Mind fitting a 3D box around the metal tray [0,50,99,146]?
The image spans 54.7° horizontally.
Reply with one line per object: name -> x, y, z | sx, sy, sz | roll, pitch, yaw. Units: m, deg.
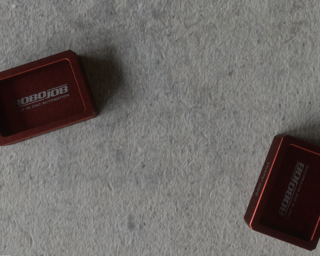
metal tray -> -0.157, -0.038, 0.405 | 0.131, 0.030, 0.090 | -18, 90, -1

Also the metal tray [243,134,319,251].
metal tray -> 0.178, 0.083, 0.409 | 0.090, 0.030, 0.129 | 21, 90, -1
